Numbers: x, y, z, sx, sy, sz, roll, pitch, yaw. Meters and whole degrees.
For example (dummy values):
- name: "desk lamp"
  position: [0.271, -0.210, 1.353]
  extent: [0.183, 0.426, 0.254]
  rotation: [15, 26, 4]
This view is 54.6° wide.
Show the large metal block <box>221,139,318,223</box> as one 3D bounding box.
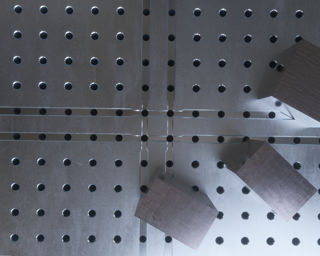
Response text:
- name: "large metal block"
  position: [0.131, 0.060, 0.387]
  extent: [0.080, 0.080, 0.050]
  rotation: [44, 90, 0]

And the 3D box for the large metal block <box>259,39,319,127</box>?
- name: "large metal block"
  position: [0.190, -0.055, 0.402]
  extent: [0.080, 0.050, 0.080]
  rotation: [29, 90, 0]

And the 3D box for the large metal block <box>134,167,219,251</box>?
- name: "large metal block"
  position: [0.019, 0.096, 0.386]
  extent: [0.080, 0.080, 0.050]
  rotation: [30, 90, 0]
